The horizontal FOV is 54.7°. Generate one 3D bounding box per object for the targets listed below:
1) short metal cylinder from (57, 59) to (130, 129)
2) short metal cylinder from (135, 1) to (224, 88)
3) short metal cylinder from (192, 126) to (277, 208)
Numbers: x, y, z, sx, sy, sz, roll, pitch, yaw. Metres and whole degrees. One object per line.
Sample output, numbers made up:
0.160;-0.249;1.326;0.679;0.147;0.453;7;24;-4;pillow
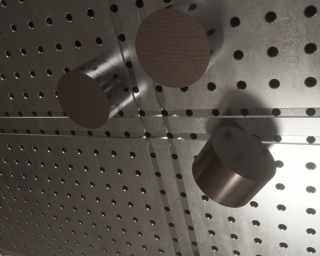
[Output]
-0.088;-0.045;0.411;0.080;0.050;0.079;13;124;21;short metal cylinder
0.021;-0.089;0.328;0.080;0.050;0.079;13;124;20;short metal cylinder
0.084;0.044;0.358;0.080;0.080;0.050;32;128;7;short metal cylinder
